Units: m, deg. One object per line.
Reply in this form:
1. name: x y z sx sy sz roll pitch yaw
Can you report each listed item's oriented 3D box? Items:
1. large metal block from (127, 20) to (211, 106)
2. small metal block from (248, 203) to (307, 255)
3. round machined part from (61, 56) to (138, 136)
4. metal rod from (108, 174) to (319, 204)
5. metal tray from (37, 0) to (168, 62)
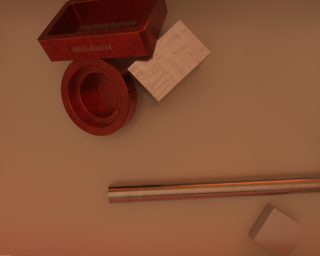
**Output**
1. large metal block: 0.010 -0.075 0.384 0.080 0.080 0.050 -43 91 0
2. small metal block: 0.156 0.138 0.414 0.050 0.025 0.050 33 90 -1
3. round machined part: -0.071 -0.043 0.388 0.098 0.042 0.097 8 110 23
4. metal rod: 0.084 0.080 0.412 0.302 0.025 0.025 -3 90 -1
5. metal tray: -0.064 -0.121 0.363 0.130 0.030 0.090 1 50 19
